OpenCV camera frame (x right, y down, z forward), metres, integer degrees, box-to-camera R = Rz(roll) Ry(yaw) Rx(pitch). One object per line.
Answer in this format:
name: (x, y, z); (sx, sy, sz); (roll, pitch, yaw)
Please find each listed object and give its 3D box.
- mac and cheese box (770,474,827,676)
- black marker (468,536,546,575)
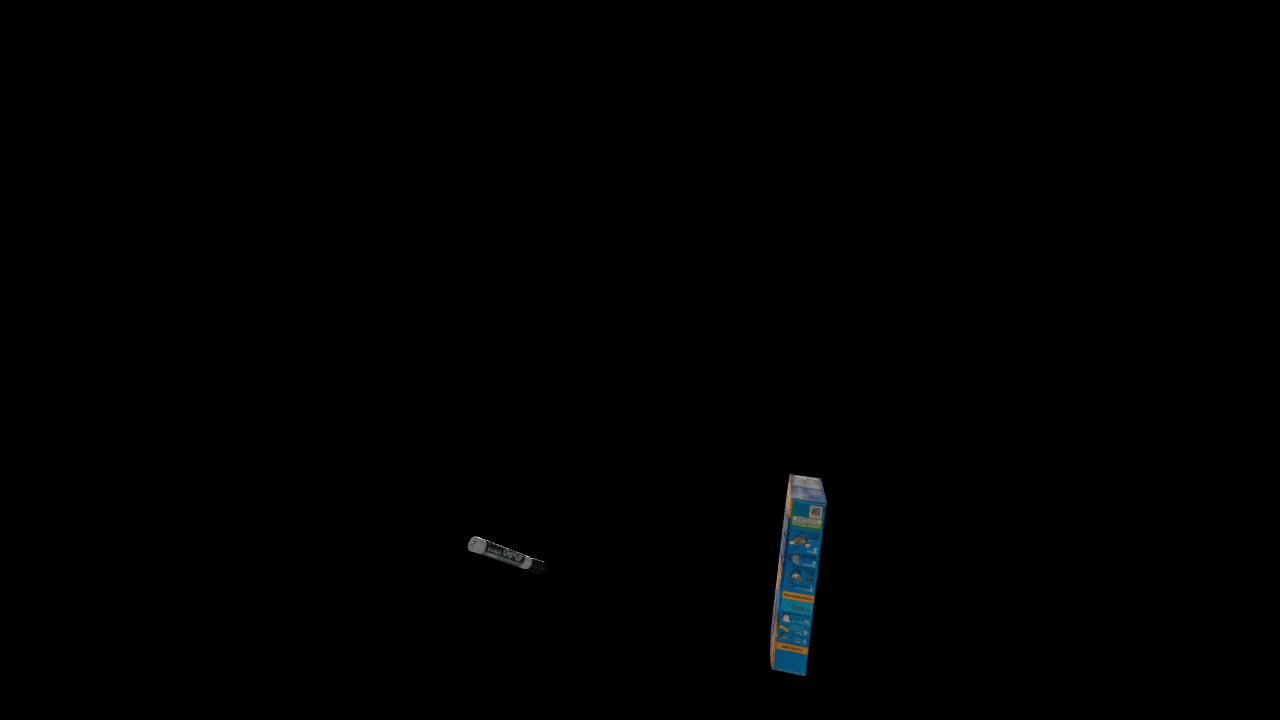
mac and cheese box: (0.168, 0.224, 0.657); (0.041, 0.184, 0.093); (6, 7, 11)
black marker: (-0.170, 0.257, 0.803); (0.020, 0.020, 0.121); (0, -28, 47)
